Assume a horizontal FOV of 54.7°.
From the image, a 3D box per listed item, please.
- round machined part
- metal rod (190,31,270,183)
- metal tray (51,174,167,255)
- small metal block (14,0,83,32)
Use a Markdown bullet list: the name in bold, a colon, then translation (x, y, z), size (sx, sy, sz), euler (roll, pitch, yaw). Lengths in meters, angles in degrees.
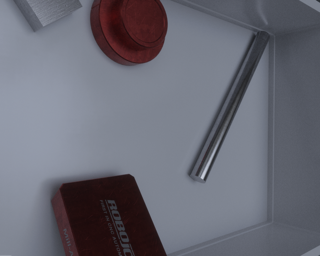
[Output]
- **round machined part**: translation (-0.029, -0.127, 0.372), size (0.099, 0.042, 0.097), euler (0, 90, -40)
- **metal rod**: translation (0.122, -0.047, 0.511), size (0.025, 0.025, 0.300), euler (43, 64, -32)
- **metal tray**: translation (-0.048, 0.115, 0.318), size (0.091, 0.030, 0.130), euler (-2, 54, -40)
- **small metal block**: translation (-0.116, -0.132, 0.310), size (0.050, 0.025, 0.050), euler (-44, 117, -31)
